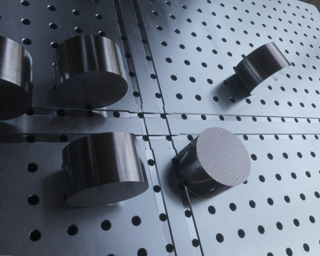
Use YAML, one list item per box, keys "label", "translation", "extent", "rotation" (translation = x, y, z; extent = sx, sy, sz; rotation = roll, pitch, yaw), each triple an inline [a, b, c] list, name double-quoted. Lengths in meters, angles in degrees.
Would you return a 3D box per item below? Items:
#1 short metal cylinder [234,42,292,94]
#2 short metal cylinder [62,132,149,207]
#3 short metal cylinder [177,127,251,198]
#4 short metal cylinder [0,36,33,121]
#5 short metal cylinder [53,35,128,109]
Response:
- label: "short metal cylinder"
  translation: [0.176, -0.101, 0.532]
  extent: [0.081, 0.080, 0.050]
  rotation: [-22, 74, -36]
- label: "short metal cylinder"
  translation: [-0.056, 0.044, 0.317]
  extent: [0.081, 0.080, 0.050]
  rotation: [0, 62, -29]
- label: "short metal cylinder"
  translation: [0.070, 0.045, 0.404]
  extent: [0.081, 0.050, 0.080]
  rotation: [14, 56, -21]
- label: "short metal cylinder"
  translation: [-0.171, -0.048, 0.310]
  extent: [0.081, 0.080, 0.050]
  rotation: [4, 60, -27]
- label: "short metal cylinder"
  translation: [-0.082, -0.064, 0.368]
  extent: [0.081, 0.080, 0.050]
  rotation: [0, 62, -29]
